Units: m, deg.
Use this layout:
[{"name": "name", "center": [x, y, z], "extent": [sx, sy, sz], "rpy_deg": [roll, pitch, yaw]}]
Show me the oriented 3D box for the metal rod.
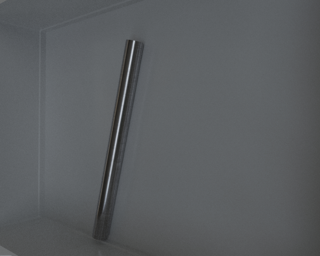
[{"name": "metal rod", "center": [-0.064, 0.023, 0.457], "extent": [0.025, 0.025, 0.298], "rpy_deg": [19, 102, 38]}]
